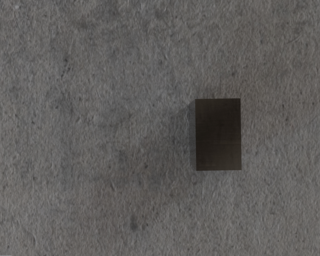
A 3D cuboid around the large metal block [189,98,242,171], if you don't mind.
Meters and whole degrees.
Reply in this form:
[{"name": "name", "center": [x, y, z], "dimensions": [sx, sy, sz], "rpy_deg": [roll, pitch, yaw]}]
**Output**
[{"name": "large metal block", "center": [0.065, 0.007, 0.383], "dimensions": [0.050, 0.080, 0.080], "rpy_deg": [-1, 90, 0]}]
